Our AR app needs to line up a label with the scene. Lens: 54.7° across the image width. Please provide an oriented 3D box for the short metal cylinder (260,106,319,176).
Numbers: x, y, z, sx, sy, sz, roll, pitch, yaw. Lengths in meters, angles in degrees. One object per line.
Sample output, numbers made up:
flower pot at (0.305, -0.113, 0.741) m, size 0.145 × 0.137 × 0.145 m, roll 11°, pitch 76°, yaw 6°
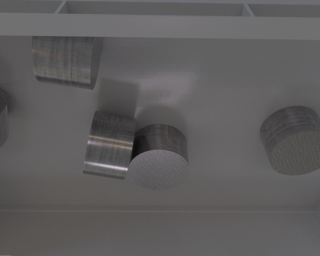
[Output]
short metal cylinder at (0.179, 0.018, 0.409) m, size 0.081 × 0.050 × 0.079 m, roll 0°, pitch 130°, yaw 0°

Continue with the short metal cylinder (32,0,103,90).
short metal cylinder at (-0.087, -0.081, 0.303) m, size 0.050 × 0.080 × 0.079 m, roll 8°, pitch 130°, yaw -7°

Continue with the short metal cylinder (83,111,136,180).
short metal cylinder at (-0.063, 0.022, 0.391) m, size 0.050 × 0.080 × 0.079 m, roll 11°, pitch 129°, yaw -9°

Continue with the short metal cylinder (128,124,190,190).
short metal cylinder at (-0.001, 0.041, 0.427) m, size 0.081 × 0.050 × 0.079 m, roll 0°, pitch 130°, yaw 0°

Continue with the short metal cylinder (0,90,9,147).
short metal cylinder at (-0.222, -0.012, 0.361) m, size 0.081 × 0.080 × 0.050 m, roll 11°, pitch 129°, yaw -9°
